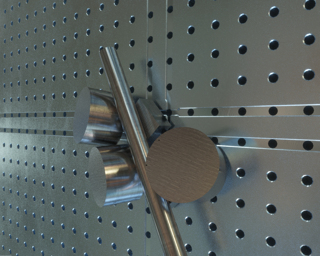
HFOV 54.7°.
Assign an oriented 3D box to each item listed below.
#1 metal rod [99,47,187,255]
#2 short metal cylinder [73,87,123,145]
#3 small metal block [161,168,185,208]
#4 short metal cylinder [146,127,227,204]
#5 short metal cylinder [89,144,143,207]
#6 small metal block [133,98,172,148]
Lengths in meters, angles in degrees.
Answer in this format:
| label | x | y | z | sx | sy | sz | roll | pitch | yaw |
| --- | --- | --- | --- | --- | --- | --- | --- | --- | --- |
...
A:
| label | x | y | z | sx | sy | sz | roll | pitch | yaw |
| --- | --- | --- | --- | --- | --- | --- | --- | --- | --- |
| metal rod | -0.024 | 0.029 | 0.391 | 0.025 | 0.025 | 0.299 | -32 | 70 | 35 |
| short metal cylinder | -0.088 | -0.015 | 0.443 | 0.080 | 0.050 | 0.080 | -25 | 60 | 56 |
| small metal block | 0.009 | 0.072 | 0.397 | 0.050 | 0.025 | 0.050 | -48 | 62 | 29 |
| short metal cylinder | 0.031 | 0.044 | 0.346 | 0.080 | 0.050 | 0.080 | -6 | 74 | 19 |
| short metal cylinder | -0.061 | 0.063 | 0.421 | 0.080 | 0.050 | 0.079 | 15 | 107 | 61 |
| small metal block | -0.020 | -0.004 | 0.421 | 0.050 | 0.025 | 0.050 | -51 | 61 | 28 |
